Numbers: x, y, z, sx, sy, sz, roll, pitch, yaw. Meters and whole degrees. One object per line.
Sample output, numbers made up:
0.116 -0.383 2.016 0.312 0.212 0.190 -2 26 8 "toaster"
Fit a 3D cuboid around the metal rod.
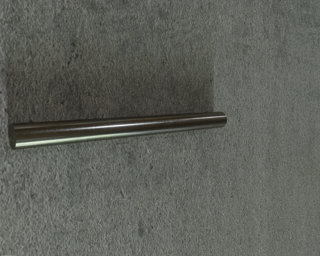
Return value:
-0.022 -0.003 0.385 0.302 0.025 0.025 -5 94 -40 "metal rod"
